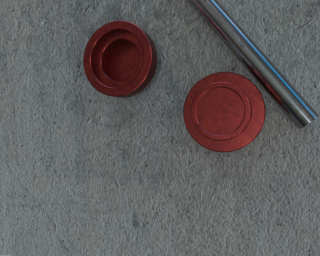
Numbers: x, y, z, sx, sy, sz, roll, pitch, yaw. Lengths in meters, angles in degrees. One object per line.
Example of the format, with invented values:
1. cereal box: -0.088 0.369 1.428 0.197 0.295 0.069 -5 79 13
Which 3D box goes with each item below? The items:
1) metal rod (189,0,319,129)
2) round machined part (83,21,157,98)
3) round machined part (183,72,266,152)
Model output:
1. metal rod: 0.081 -0.124 0.380 0.025 0.025 0.299 -40 78 15
2. round machined part: -0.049 -0.089 0.417 0.098 0.042 0.097 0 90 20
3. round machined part: 0.075 -0.019 0.373 0.098 0.042 0.097 0 90 20
